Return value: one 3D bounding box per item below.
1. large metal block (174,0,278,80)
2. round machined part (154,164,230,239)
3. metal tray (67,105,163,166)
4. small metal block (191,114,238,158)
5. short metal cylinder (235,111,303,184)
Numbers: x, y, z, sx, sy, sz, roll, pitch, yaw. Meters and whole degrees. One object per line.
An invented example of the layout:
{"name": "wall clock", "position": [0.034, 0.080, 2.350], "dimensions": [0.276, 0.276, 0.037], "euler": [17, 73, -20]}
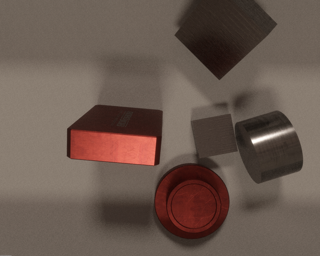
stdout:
{"name": "large metal block", "position": [0.079, -0.120, 0.379], "dimensions": [0.080, 0.050, 0.080], "euler": [45, 134, -1]}
{"name": "round machined part", "position": [0.042, 0.097, 0.404], "dimensions": [0.099, 0.042, 0.097], "euler": [0, 90, -1]}
{"name": "metal tray", "position": [-0.043, 0.003, 0.357], "dimensions": [0.091, 0.130, 0.030], "euler": [5, 105, 0]}
{"name": "small metal block", "position": [0.071, 0.010, 0.412], "dimensions": [0.050, 0.025, 0.050], "euler": [-11, 90, -1]}
{"name": "short metal cylinder", "position": [0.133, 0.024, 0.386], "dimensions": [0.050, 0.080, 0.080], "euler": [-17, 90, 0]}
